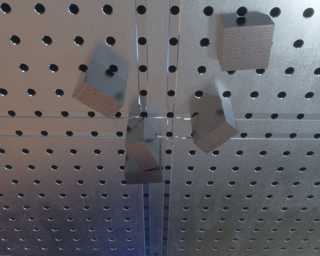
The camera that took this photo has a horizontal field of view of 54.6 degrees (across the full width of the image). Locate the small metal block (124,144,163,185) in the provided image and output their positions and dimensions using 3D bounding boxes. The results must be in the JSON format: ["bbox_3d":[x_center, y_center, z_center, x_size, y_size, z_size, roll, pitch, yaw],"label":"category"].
[{"bbox_3d":[-0.022,0.051,0.438,0.050,0.050,0.025,-4,130,3],"label":"small metal block"}]

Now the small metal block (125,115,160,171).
[{"bbox_3d":[-0.022,0.020,0.412,0.025,0.050,0.050,-18,128,15],"label":"small metal block"}]

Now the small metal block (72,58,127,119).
[{"bbox_3d":[-0.068,-0.045,0.356,0.050,0.050,0.025,31,123,-24],"label":"small metal block"}]

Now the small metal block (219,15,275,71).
[{"bbox_3d":[0.091,-0.091,0.335,0.050,0.025,0.050,-3,130,3],"label":"small metal block"}]

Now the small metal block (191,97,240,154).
[{"bbox_3d":[0.068,-0.004,0.392,0.025,0.050,0.050,37,121,-27],"label":"small metal block"}]
